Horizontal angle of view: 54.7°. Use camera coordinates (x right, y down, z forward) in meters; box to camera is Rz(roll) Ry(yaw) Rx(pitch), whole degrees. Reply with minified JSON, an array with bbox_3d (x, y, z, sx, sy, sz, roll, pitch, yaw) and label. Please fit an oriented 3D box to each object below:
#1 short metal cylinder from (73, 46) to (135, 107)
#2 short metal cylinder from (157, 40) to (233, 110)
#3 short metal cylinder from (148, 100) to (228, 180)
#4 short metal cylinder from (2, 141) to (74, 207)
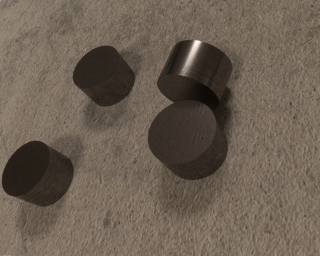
[{"bbox_3d":[-0.086,-0.080,0.480,0.080,0.050,0.080,-13,56,20],"label":"short metal cylinder"},{"bbox_3d":[0.043,-0.062,0.383,0.080,0.080,0.050,11,67,32],"label":"short metal cylinder"},{"bbox_3d":[0.033,0.014,0.361,0.080,0.050,0.080,-13,56,20],"label":"short metal cylinder"},{"bbox_3d":[-0.171,0.064,0.436,0.080,0.050,0.080,-13,56,20],"label":"short metal cylinder"}]
